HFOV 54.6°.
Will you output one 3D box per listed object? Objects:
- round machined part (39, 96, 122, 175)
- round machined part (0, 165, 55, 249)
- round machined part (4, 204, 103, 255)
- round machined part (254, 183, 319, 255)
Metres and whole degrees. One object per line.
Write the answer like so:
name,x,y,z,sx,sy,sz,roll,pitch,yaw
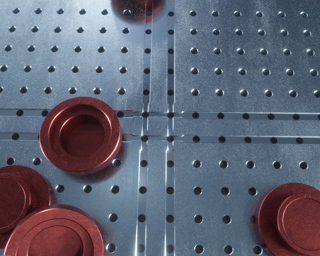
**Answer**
round machined part,-0.098,0.012,0.398,0.099,0.042,0.098,0,70,0
round machined part,-0.180,0.091,0.369,0.099,0.042,0.098,0,70,0
round machined part,-0.115,0.133,0.341,0.099,0.042,0.097,1,88,-19
round machined part,0.165,0.113,0.362,0.099,0.042,0.098,0,70,0
